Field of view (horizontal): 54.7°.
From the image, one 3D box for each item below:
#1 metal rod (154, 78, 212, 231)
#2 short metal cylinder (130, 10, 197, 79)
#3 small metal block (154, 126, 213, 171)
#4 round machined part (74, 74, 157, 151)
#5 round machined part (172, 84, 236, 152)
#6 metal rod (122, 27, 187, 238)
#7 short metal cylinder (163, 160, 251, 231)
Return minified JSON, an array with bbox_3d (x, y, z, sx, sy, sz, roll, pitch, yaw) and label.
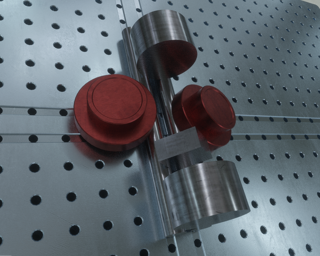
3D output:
[{"bbox_3d":[0.017,-0.015,0.425,0.025,0.025,0.299,1,61,-28],"label":"metal rod"},{"bbox_3d":[0.004,-0.109,0.413,0.081,0.080,0.050,1,62,-28],"label":"short metal cylinder"},{"bbox_3d":[0.028,0.026,0.361,0.050,0.050,0.025,41,32,-60],"label":"small metal block"},{"bbox_3d":[-0.052,-0.025,0.369,0.099,0.042,0.098,5,61,-10],"label":"round machined part"},{"bbox_3d":[0.066,-0.020,0.428,0.099,0.042,0.098,26,47,-31],"label":"round machined part"},{"bbox_3d":[-0.014,-0.013,0.407,0.025,0.025,0.299,1,61,-28],"label":"metal rod"},{"bbox_3d":[0.048,0.073,0.326,0.081,0.080,0.050,1,62,-28],"label":"short metal cylinder"}]
